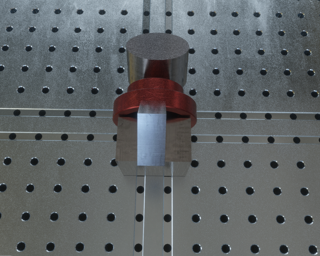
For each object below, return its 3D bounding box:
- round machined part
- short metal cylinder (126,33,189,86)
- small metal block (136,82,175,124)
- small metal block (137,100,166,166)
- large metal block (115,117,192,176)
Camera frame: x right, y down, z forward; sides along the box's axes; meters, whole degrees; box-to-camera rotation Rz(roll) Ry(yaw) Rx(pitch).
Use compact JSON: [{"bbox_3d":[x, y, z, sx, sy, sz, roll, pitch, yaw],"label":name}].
[{"bbox_3d":[-0.006,-0.026,0.371,0.099,0.098,0.042,1,70,0],"label":"round machined part"},{"bbox_3d":[-0.003,-0.087,0.412,0.081,0.050,0.080,1,40,-1],"label":"short metal cylinder"},{"bbox_3d":[-0.006,-0.034,0.423,0.050,0.025,0.050,1,70,0],"label":"small metal block"},{"bbox_3d":[-0.008,0.003,0.301,0.025,0.050,0.050,1,108,0],"label":"small metal block"},{"bbox_3d":[-0.007,0.025,0.372,0.081,0.080,0.050,1,70,0],"label":"large metal block"}]
